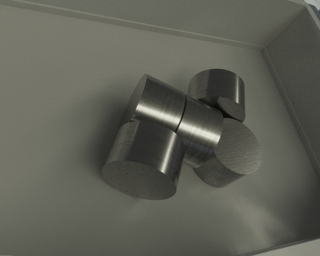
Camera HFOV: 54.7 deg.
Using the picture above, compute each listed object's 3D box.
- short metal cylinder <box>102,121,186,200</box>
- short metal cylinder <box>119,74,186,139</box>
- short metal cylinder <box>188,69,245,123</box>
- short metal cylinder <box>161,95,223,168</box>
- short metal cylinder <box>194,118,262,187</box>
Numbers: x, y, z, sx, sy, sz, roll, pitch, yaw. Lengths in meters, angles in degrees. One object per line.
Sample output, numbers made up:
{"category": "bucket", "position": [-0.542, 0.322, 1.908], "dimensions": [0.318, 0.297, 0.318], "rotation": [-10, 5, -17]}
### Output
{"category": "short metal cylinder", "position": [-0.016, 0.037, 0.338], "dimensions": [0.080, 0.080, 0.050], "rotation": [26, 53, -13]}
{"category": "short metal cylinder", "position": [-0.011, -0.019, 0.375], "dimensions": [0.050, 0.080, 0.080], "rotation": [23, 53, -15]}
{"category": "short metal cylinder", "position": [0.078, -0.037, 0.434], "dimensions": [0.080, 0.080, 0.050], "rotation": [21, 54, -16]}
{"category": "short metal cylinder", "position": [0.035, 0.004, 0.387], "dimensions": [0.050, 0.080, 0.080], "rotation": [24, 53, -14]}
{"category": "short metal cylinder", "position": [0.088, 0.033, 0.416], "dimensions": [0.081, 0.050, 0.080], "rotation": [14, 56, -21]}
